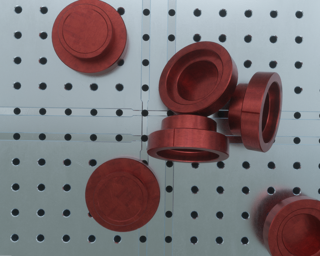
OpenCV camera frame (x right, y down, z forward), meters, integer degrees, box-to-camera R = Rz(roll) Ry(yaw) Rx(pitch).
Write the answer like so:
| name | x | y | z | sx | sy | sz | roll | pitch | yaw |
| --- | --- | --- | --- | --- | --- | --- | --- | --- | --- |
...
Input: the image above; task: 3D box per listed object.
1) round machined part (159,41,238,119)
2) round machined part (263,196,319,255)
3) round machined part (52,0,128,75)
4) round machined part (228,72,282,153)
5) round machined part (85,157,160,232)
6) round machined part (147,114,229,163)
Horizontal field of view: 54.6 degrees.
| name | x | y | z | sx | sy | sz | roll | pitch | yaw |
| --- | --- | --- | --- | --- | --- | --- | --- | --- | --- |
| round machined part | 0.051 | -0.055 | 0.389 | 0.098 | 0.042 | 0.098 | -14 | 62 | 29 |
| round machined part | 0.184 | 0.137 | 0.406 | 0.099 | 0.042 | 0.097 | 0 | 90 | 0 |
| round machined part | -0.092 | -0.121 | 0.404 | 0.099 | 0.042 | 0.097 | 0 | 90 | 0 |
| round machined part | 0.118 | -0.021 | 0.386 | 0.042 | 0.098 | 0.098 | 10 | 90 | 33 |
| round machined part | -0.049 | 0.088 | 0.405 | 0.099 | 0.042 | 0.097 | 0 | 90 | 0 |
| round machined part | 0.035 | 0.013 | 0.379 | 0.099 | 0.098 | 0.042 | 4 | 74 | 0 |
